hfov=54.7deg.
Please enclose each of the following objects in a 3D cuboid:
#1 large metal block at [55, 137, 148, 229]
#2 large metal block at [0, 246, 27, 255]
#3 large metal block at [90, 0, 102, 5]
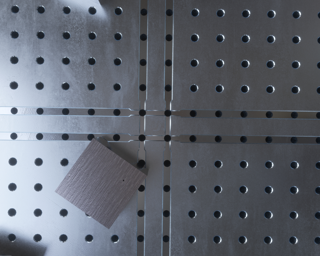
[{"bbox_3d":[-0.072,0.067,0.400,0.080,0.050,0.080,35,90,-1],"label":"large metal block"},{"bbox_3d":[-0.223,0.202,0.398,0.080,0.050,0.080,21,90,-1],"label":"large metal block"},{"bbox_3d":[-0.102,-0.221,0.399,0.080,0.050,0.080,24,90,-1],"label":"large metal block"}]
